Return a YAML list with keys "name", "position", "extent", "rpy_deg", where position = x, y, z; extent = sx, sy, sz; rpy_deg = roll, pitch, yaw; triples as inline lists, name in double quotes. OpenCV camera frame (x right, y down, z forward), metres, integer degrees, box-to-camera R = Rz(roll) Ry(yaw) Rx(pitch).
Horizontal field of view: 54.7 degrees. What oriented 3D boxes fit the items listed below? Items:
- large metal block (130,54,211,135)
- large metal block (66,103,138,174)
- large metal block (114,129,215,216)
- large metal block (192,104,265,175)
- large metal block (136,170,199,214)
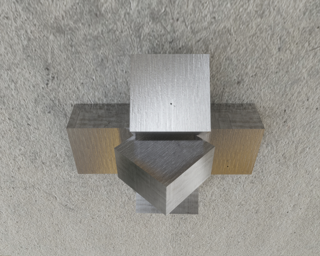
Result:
- name: "large metal block"
  position: [0.010, -0.034, 0.337]
  extent: [0.081, 0.080, 0.050]
  rpy_deg: [0, 174, 0]
- name: "large metal block"
  position: [-0.068, 0.014, 0.403]
  extent: [0.081, 0.050, 0.079]
  rpy_deg: [0, 130, 0]
- name: "large metal block"
  position: [0.005, 0.041, 0.364]
  extent: [0.080, 0.081, 0.050]
  rpy_deg: [32, 140, 32]
- name: "large metal block"
  position: [0.081, 0.015, 0.403]
  extent: [0.081, 0.050, 0.079]
  rpy_deg: [0, 130, -1]
- name: "large metal block"
  position: [0.009, 0.087, 0.439]
  extent: [0.081, 0.080, 0.050]
  rpy_deg: [2, 87, -1]
